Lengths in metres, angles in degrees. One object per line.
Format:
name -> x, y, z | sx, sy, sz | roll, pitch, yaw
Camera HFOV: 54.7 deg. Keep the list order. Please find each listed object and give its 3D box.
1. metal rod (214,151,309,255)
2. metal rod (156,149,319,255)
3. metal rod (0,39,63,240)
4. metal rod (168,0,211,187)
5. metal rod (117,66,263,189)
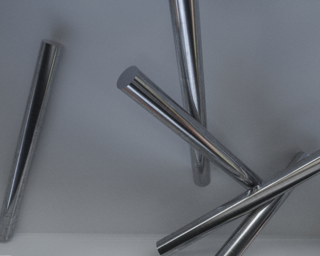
metal rod -> 0.101, 0.143, 0.390 | 0.301, 0.025, 0.025 | -44, 107, -16
metal rod -> 0.125, 0.086, 0.394 | 0.300, 0.025, 0.025 | -33, 107, 12
metal rod -> -0.182, 0.029, 0.419 | 0.025, 0.025, 0.298 | 19, 109, -8
metal rod -> 0.037, -0.029, 0.336 | 0.025, 0.025, 0.298 | -10, 135, 3
metal rod -> 0.066, 0.028, 0.362 | 0.025, 0.025, 0.301 | -42, 129, 14
